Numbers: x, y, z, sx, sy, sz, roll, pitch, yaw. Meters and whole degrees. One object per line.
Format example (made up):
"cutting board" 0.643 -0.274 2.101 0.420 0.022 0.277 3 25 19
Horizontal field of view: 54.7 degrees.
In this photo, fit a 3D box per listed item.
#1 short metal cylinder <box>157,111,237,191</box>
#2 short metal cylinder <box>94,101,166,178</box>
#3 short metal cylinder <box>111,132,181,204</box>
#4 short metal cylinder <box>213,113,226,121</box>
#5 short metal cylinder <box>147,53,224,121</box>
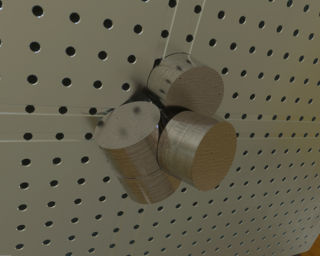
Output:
"short metal cylinder" 0.043 0.025 0.352 0.081 0.050 0.079 -20 120 -41
"short metal cylinder" -0.030 0.013 0.368 0.080 0.080 0.050 -30 129 -10
"short metal cylinder" -0.016 0.050 0.399 0.080 0.080 0.050 -30 129 -10
"short metal cylinder" 0.055 0.012 0.434 0.081 0.050 0.079 -14 125 -21
"short metal cylinder" 0.031 -0.046 0.384 0.081 0.050 0.079 -14 125 -21
